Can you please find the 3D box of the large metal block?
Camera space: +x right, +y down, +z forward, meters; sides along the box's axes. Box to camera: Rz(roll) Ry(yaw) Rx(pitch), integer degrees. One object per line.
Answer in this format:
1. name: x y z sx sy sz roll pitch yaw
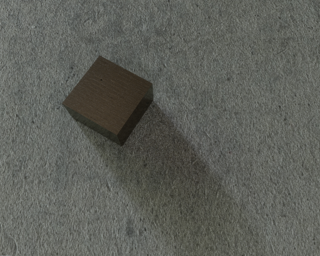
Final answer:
1. large metal block: -0.065 -0.035 0.407 0.080 0.050 0.080 29 73 10
